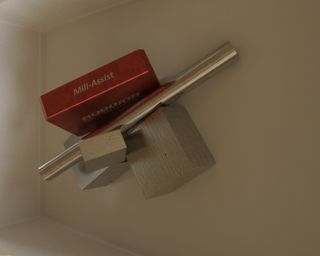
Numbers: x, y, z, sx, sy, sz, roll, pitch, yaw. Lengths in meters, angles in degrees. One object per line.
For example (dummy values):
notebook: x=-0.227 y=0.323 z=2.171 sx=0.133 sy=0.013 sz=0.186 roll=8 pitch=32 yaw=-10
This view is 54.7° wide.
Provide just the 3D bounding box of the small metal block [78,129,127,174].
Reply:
small metal block: x=-0.070 y=0.029 z=0.381 sx=0.050 sy=0.050 sz=0.025 roll=110 pitch=138 yaw=-64

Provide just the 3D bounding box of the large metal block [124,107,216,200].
large metal block: x=0.008 y=0.030 z=0.381 sx=0.080 sy=0.050 sz=0.080 roll=-41 pitch=66 yaw=32

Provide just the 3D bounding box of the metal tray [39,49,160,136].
metal tray: x=-0.064 y=-0.038 z=0.379 sx=0.130 sy=0.090 sz=0.030 roll=-25 pitch=73 yaw=3

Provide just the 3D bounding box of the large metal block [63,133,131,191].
large metal block: x=-0.089 y=0.035 z=0.457 sx=0.080 sy=0.050 sz=0.080 roll=-41 pitch=66 yaw=32

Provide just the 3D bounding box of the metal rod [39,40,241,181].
metal rod: x=-0.039 y=-0.011 z=0.387 sx=0.300 sy=0.025 sz=0.025 roll=-32 pitch=70 yaw=19
